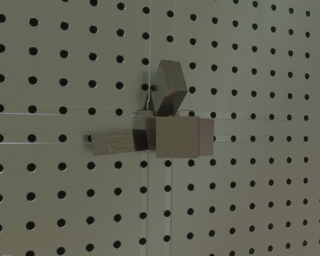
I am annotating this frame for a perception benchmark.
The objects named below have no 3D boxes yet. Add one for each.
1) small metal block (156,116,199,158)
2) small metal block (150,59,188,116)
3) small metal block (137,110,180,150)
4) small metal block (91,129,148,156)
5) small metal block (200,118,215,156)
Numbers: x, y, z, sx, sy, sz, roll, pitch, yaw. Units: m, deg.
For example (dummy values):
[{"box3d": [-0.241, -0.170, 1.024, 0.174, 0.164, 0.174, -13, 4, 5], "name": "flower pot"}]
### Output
[{"box3d": [0.023, 0.011, 0.382, 0.050, 0.025, 0.050, 0, 90, 13], "name": "small metal block"}, {"box3d": [0.010, -0.049, 0.392, 0.025, 0.050, 0.050, 3, 53, -19], "name": "small metal block"}, {"box3d": [-0.003, 0.003, 0.412, 0.050, 0.025, 0.050, 3, 89, -20], "name": "small metal block"}, {"box3d": [-0.047, 0.017, 0.371, 0.050, 0.050, 0.025, -7, 87, 15], "name": "small metal block"}, {"box3d": [0.049, 0.012, 0.419, 0.050, 0.025, 0.050, 4, 88, -51], "name": "small metal block"}]
